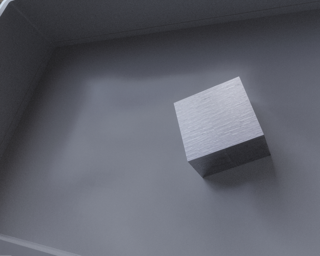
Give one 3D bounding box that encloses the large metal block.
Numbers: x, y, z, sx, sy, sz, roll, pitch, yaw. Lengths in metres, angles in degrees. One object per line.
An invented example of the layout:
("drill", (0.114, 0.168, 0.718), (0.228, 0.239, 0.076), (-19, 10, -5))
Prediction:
("large metal block", (0.069, 0.000, 0.353), (0.080, 0.050, 0.080), (-22, 54, 15))
